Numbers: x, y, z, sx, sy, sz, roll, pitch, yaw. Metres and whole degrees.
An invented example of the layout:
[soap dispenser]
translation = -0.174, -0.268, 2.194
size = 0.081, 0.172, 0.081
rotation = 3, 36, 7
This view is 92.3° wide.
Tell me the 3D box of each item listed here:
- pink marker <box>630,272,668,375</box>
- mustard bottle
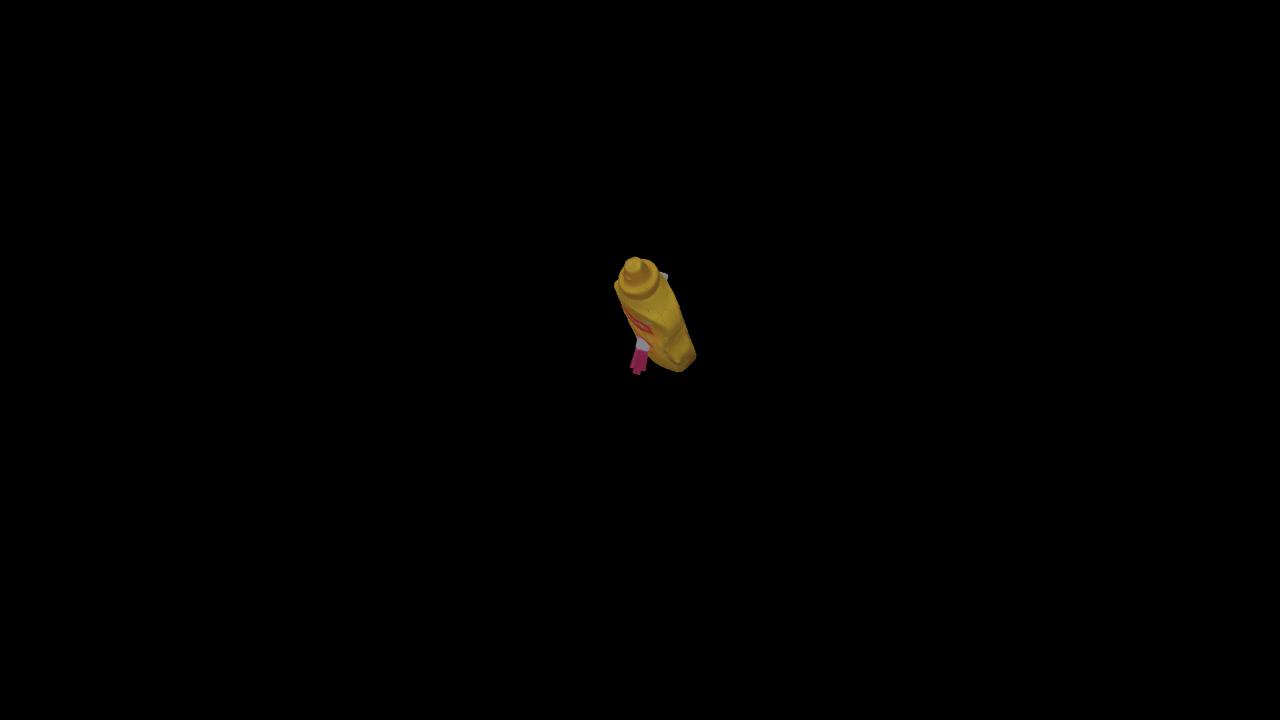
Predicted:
[pink marker]
translation = 0.010, -0.042, 0.711
size = 0.020, 0.121, 0.020
rotation = 14, 0, 0
[mustard bottle]
translation = 0.013, -0.056, 0.678
size = 0.054, 0.092, 0.184
rotation = -37, -27, -5
